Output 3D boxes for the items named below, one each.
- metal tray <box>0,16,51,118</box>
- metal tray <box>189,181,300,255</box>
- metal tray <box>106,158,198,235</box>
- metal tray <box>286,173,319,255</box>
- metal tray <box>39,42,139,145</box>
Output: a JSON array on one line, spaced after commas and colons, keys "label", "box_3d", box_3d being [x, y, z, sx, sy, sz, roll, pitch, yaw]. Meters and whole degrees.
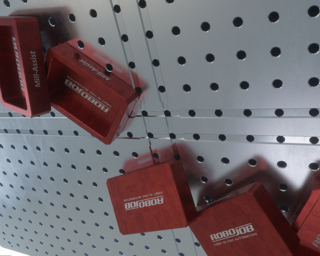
[{"label": "metal tray", "box_3d": [-0.198, -0.087, 0.433, 0.090, 0.030, 0.129, 17, 117, 36]}, {"label": "metal tray", "box_3d": [0.103, 0.135, 0.414, 0.129, 0.030, 0.090, -39, 81, 45]}, {"label": "metal tray", "box_3d": [-0.016, 0.104, 0.459, 0.130, 0.030, 0.090, -21, 83, 36]}, {"label": "metal tray", "box_3d": [0.207, 0.125, 0.375, 0.090, 0.030, 0.129, 21, 126, 16]}, {"label": "metal tray", "box_3d": [-0.103, -0.046, 0.434, 0.130, 0.030, 0.089, 34, 129, 5]}]
